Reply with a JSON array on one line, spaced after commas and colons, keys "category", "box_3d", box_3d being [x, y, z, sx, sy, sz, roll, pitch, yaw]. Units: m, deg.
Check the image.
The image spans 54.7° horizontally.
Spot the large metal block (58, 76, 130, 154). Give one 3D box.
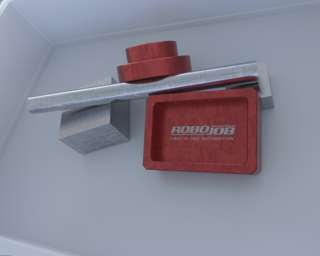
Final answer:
[{"category": "large metal block", "box_3d": [-0.092, -0.017, 0.443, 0.080, 0.050, 0.080, -16, 55, 18]}]

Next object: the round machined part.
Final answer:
[{"category": "round machined part", "box_3d": [-0.009, -0.089, 0.412, 0.098, 0.098, 0.042, -4, 100, 26]}]

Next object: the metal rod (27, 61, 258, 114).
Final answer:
[{"category": "metal rod", "box_3d": [-0.034, -0.048, 0.392, 0.301, 0.025, 0.025, -6, 59, 16]}]

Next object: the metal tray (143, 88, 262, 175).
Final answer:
[{"category": "metal tray", "box_3d": [0.046, 0.005, 0.354, 0.130, 0.030, 0.090, -1, 80, 26]}]

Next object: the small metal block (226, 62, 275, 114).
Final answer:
[{"category": "small metal block", "box_3d": [0.108, -0.047, 0.375, 0.050, 0.025, 0.050, -11, 57, 22]}]
